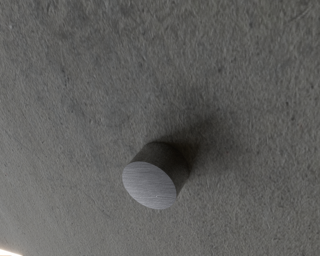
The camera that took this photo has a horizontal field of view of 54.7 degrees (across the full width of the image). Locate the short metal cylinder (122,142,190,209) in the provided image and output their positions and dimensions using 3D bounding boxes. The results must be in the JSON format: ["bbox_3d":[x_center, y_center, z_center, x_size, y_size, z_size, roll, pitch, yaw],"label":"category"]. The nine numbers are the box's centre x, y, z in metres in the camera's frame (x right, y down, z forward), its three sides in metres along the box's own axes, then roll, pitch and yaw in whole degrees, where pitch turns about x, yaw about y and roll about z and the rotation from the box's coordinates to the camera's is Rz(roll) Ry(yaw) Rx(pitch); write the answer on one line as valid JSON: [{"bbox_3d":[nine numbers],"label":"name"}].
[{"bbox_3d":[-0.005,0.066,0.433,0.080,0.050,0.079,13,124,20],"label":"short metal cylinder"}]
